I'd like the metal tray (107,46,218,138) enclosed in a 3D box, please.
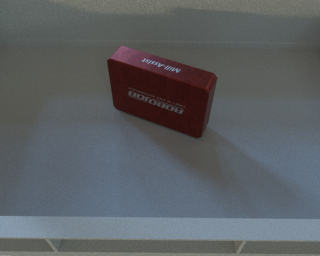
[{"bbox_3d":[0.001,-0.045,0.396,0.130,0.089,0.030,20,53,15],"label":"metal tray"}]
